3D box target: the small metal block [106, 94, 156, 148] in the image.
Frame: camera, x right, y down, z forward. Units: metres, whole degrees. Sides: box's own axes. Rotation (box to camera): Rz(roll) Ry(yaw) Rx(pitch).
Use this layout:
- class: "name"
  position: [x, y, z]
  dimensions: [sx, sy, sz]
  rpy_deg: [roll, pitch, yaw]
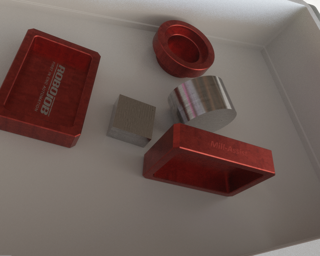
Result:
- class: "small metal block"
  position: [-0.036, -0.009, 0.393]
  dimensions: [0.050, 0.025, 0.050]
  rpy_deg: [19, 54, -18]

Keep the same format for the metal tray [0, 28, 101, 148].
- class: "metal tray"
  position: [-0.128, -0.049, 0.363]
  dimensions: [0.091, 0.030, 0.130]
  rpy_deg: [18, 55, -18]

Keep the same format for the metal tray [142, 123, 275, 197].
- class: "metal tray"
  position: [0.056, 0.043, 0.369]
  dimensions: [0.131, 0.090, 0.030]
  rpy_deg: [16, 55, -20]

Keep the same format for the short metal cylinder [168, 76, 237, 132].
- class: "short metal cylinder"
  position: [0.056, -0.027, 0.419]
  dimensions: [0.081, 0.080, 0.050]
  rpy_deg: [-4, 64, -30]

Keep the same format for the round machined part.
- class: "round machined part"
  position: [0.033, -0.118, 0.486]
  dimensions: [0.099, 0.042, 0.098]
  rpy_deg: [14, 56, -21]
